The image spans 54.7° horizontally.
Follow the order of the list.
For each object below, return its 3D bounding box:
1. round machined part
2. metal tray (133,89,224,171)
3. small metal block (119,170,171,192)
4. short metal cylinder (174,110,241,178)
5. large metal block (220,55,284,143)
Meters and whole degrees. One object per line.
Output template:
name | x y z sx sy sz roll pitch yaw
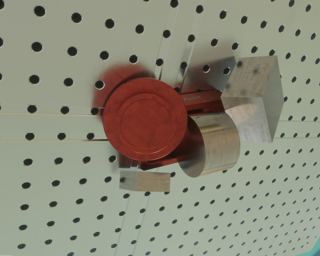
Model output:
round machined part | -0.016 -0.008 0.357 0.099 0.042 0.097 -1 103 -5
metal tray | 0.030 0.001 0.422 0.131 0.030 0.089 -11 123 -23
small metal block | -0.021 0.072 0.421 0.050 0.050 0.025 8 80 -31
short metal cylinder | 0.057 0.019 0.398 0.050 0.080 0.079 -9 123 -25
large metal block | 0.126 -0.038 0.410 0.080 0.050 0.080 -60 139 -33
